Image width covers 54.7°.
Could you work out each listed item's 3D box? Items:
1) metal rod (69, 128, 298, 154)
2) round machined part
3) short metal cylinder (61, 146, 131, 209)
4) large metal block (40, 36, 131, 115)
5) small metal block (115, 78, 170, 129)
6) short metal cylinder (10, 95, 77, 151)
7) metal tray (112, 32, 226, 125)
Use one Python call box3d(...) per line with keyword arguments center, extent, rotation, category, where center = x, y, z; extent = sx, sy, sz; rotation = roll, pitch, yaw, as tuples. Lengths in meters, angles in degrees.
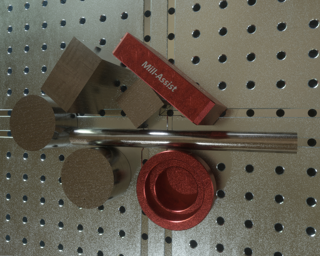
box3d(center=(0.016, 0.015, 0.407), extent=(0.301, 0.025, 0.025), rotation=(1, 90, 19), category="metal rod")
box3d(center=(0.023, 0.076, 0.395), extent=(0.098, 0.042, 0.097), rotation=(0, 90, 20), category="round machined part")
box3d(center=(-0.088, 0.066, 0.430), extent=(0.080, 0.050, 0.080), rotation=(0, 90, 20), category="short metal cylinder")
box3d(center=(-0.097, -0.066, 0.418), extent=(0.050, 0.080, 0.080), rotation=(40, 103, 15), category="large metal block")
box3d(center=(-0.023, -0.034, 0.421), extent=(0.050, 0.025, 0.050), rotation=(-41, 77, 15), category="small metal block")
box3d(center=(-0.172, -0.007, 0.459), extent=(0.080, 0.050, 0.080), rotation=(0, 90, 20), category="short metal cylinder")
box3d(center=(0.015, -0.056, 0.372), extent=(0.130, 0.090, 0.030), rotation=(42, 103, 15), category="metal tray")
